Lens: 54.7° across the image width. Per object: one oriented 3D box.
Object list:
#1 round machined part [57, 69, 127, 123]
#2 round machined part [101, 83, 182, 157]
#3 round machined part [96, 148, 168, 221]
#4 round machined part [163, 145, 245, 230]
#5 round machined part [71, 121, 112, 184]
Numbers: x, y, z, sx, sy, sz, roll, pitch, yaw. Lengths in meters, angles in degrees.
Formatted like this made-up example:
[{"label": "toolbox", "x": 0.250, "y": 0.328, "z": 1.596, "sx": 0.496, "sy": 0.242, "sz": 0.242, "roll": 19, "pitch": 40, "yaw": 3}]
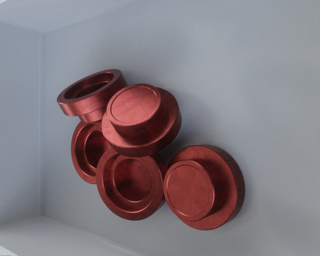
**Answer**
[{"label": "round machined part", "x": -0.092, "y": -0.043, "z": 0.444, "sx": 0.098, "sy": 0.098, "sz": 0.042, "roll": 4, "pitch": 128, "yaw": 39}, {"label": "round machined part", "x": -0.026, "y": -0.016, "z": 0.377, "sx": 0.098, "sy": 0.042, "sz": 0.098, "roll": -9, "pitch": 50, "yaw": 11}, {"label": "round machined part", "x": -0.031, "y": 0.066, "z": 0.402, "sx": 0.098, "sy": 0.042, "sz": 0.097, "roll": 3, "pitch": 97, "yaw": 26}, {"label": "round machined part", "x": 0.043, "y": 0.068, "z": 0.356, "sx": 0.098, "sy": 0.042, "sz": 0.097, "roll": 0, "pitch": 90, "yaw": 39}, {"label": "round machined part", "x": -0.086, "y": 0.032, "z": 0.461, "sx": 0.098, "sy": 0.042, "sz": 0.097, "roll": 0, "pitch": 90, "yaw": 39}]
